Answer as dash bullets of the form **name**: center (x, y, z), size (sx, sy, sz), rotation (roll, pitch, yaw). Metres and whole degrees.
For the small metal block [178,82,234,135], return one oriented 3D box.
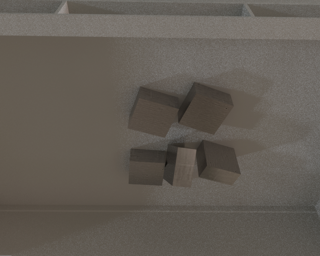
- **small metal block**: center (0.056, -0.024, 0.389), size (0.050, 0.025, 0.050), rotation (17, 128, -14)

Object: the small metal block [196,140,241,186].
- **small metal block**: center (0.080, 0.048, 0.434), size (0.050, 0.050, 0.025), rotation (16, 128, -13)

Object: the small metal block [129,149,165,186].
- **small metal block**: center (-0.020, 0.059, 0.459), size (0.050, 0.025, 0.050), rotation (4, 130, -4)

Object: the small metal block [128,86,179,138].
- **small metal block**: center (-0.009, -0.019, 0.393), size (0.050, 0.025, 0.050), rotation (15, 129, -13)

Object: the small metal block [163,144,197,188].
- **small metal block**: center (0.026, 0.050, 0.421), size (0.025, 0.050, 0.050), rotation (8, 90, -14)
